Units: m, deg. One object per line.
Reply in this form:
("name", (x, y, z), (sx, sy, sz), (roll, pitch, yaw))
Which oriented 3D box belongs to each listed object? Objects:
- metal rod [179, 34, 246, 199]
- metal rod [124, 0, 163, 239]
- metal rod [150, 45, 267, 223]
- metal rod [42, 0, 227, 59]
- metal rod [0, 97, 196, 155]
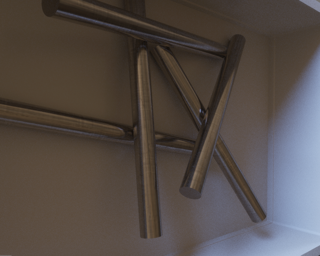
("metal rod", (0.082, -0.038, 0.430), (0.025, 0.025, 0.300), (49, 46, -29))
("metal rod", (-0.021, -0.027, 0.363), (0.025, 0.025, 0.298), (2, 81, -40))
("metal rod", (0.075, 0.014, 0.442), (0.025, 0.025, 0.299), (-41, 106, -32))
("metal rod", (0.003, -0.112, 0.370), (0.302, 0.025, 0.025), (-6, 94, -52))
("metal rod", (-0.047, 0.007, 0.368), (0.302, 0.025, 0.025), (13, 82, -40))
